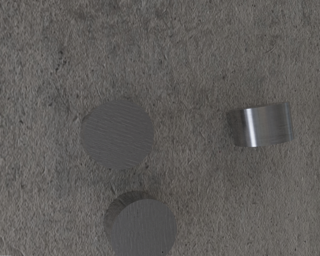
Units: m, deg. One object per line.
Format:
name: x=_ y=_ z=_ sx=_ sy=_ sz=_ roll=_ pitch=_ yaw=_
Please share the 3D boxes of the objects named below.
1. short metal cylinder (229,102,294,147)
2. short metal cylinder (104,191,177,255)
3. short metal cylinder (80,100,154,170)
short metal cylinder: x=0.141 y=-0.006 z=0.431 sx=0.081 sy=0.080 sz=0.050 roll=-10 pitch=94 yaw=-20
short metal cylinder: x=-0.026 y=0.123 z=0.386 sx=0.081 sy=0.050 sz=0.080 roll=0 pitch=90 yaw=-20
short metal cylinder: x=-0.054 y=0.007 z=0.376 sx=0.081 sy=0.050 sz=0.080 roll=0 pitch=90 yaw=-20
